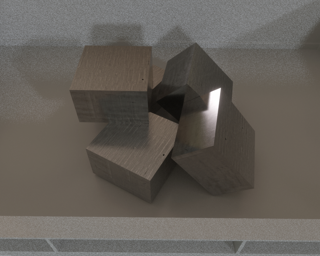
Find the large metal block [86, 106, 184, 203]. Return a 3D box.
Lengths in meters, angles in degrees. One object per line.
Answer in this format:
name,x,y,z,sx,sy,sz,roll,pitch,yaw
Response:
large metal block,-0.025,0.026,0.361,0.080,0.050,0.080,24,54,18

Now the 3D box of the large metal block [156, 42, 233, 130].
large metal block,0.048,-0.048,0.400,0.080,0.050,0.080,39,45,-27

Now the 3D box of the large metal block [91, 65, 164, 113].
large metal block,-0.042,-0.052,0.431,0.080,0.050,0.080,29,56,22

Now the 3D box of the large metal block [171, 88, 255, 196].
large metal block,0.063,0.017,0.345,0.050,0.080,0.080,-21,39,36

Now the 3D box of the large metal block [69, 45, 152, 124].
large metal block,-0.051,-0.052,0.363,0.080,0.050,0.080,1,49,2
